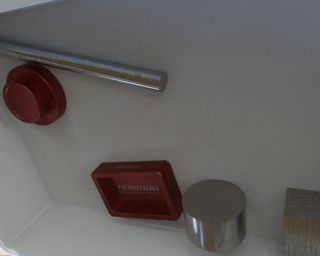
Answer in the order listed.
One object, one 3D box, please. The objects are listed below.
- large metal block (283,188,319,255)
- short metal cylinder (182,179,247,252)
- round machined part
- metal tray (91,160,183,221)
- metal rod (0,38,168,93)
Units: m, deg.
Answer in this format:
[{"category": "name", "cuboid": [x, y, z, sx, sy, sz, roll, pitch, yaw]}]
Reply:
[{"category": "large metal block", "cuboid": [0.193, 0.123, 0.367, 0.080, 0.050, 0.079, 2, 119, 27]}, {"category": "short metal cylinder", "cuboid": [0.071, 0.112, 0.404, 0.080, 0.080, 0.050, 5, 121, 25]}, {"category": "round machined part", "cuboid": [-0.196, -0.046, 0.470, 0.098, 0.042, 0.097, 13, 124, 20]}, {"category": "metal tray", "cuboid": [-0.035, 0.097, 0.482, 0.130, 0.030, 0.090, -6, 116, 30]}, {"category": "metal rod", "cuboid": [-0.133, -0.092, 0.419, 0.301, 0.025, 0.025, 15, 125, 19]}]
